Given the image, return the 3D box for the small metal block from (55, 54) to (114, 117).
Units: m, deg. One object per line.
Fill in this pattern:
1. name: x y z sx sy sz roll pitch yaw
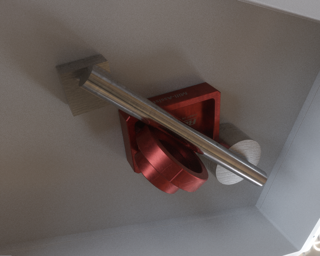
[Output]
1. small metal block: -0.079 -0.047 0.336 0.050 0.025 0.050 -20 127 -17

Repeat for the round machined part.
1. round machined part: 0.008 0.040 0.374 0.098 0.098 0.042 31 109 -38

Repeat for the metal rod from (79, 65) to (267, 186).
1. metal rod: 0.038 0.012 0.384 0.301 0.025 0.025 30 102 -32

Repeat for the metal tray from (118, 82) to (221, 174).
1. metal tray: 0.017 -0.001 0.413 0.131 0.030 0.089 -18 126 -19

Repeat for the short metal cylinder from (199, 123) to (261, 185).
1. short metal cylinder: 0.106 0.040 0.475 0.081 0.050 0.079 -14 125 -21
